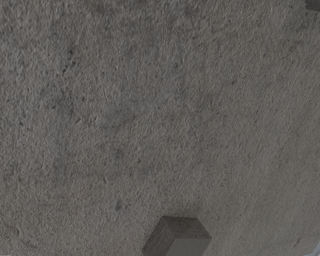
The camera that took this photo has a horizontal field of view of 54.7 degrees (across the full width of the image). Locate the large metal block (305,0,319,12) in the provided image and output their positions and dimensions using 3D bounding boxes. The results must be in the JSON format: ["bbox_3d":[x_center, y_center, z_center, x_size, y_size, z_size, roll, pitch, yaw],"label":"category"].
[{"bbox_3d":[0.237,-0.202,0.394,0.080,0.050,0.080,-28,128,-11],"label":"large metal block"}]

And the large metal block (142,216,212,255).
[{"bbox_3d":[0.028,0.200,0.530,0.081,0.050,0.080,15,111,-34],"label":"large metal block"}]
